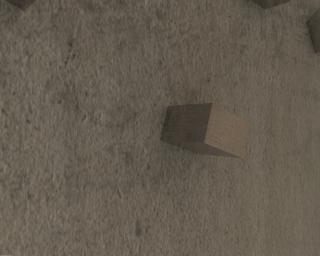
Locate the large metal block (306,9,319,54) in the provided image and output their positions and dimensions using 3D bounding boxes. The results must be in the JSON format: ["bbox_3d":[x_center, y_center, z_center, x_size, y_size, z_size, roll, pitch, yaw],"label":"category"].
[{"bbox_3d":[0.391,-0.232,0.721,0.080,0.050,0.080,-44,117,-31],"label":"large metal block"}]

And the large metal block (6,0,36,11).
[{"bbox_3d":[-0.137,-0.167,0.274,0.080,0.050,0.080,25,74,-38],"label":"large metal block"}]

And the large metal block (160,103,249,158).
[{"bbox_3d":[0.061,0.005,0.422,0.080,0.080,0.050,22,76,-38],"label":"large metal block"}]

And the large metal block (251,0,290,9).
[{"bbox_3d":[0.190,-0.271,0.551,0.081,0.050,0.080,9,85,-40],"label":"large metal block"}]
